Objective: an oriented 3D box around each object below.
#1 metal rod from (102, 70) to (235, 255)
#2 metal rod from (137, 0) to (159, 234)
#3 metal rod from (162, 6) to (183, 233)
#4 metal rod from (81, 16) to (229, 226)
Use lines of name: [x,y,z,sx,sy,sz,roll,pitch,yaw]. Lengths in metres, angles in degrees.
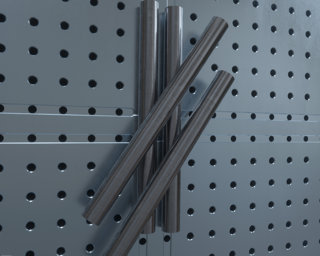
metal rod: [0.010,0.053,0.389,0.025,0.025,0.300,36,78,-17]
metal rod: [-0.016,-0.014,0.407,0.025,0.025,0.298,1,90,-20]
metal rod: [0.017,-0.011,0.419,0.025,0.025,0.298,1,90,-20]
metal rod: [0.000,-0.017,0.387,0.025,0.025,0.300,37,78,-17]
